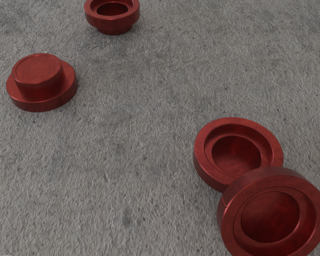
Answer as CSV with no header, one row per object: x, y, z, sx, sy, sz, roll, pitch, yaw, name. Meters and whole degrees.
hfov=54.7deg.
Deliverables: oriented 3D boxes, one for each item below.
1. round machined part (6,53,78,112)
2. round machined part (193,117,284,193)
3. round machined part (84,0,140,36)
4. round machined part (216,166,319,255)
-0.174,-0.072,0.452,0.099,0.042,0.098,0,50,0,round machined part
0.088,0.037,0.362,0.099,0.042,0.098,0,50,0,round machined part
-0.085,-0.205,0.564,0.099,0.042,0.098,0,50,0,round machined part
0.103,0.081,0.299,0.099,0.097,0.042,-2,16,-2,round machined part
